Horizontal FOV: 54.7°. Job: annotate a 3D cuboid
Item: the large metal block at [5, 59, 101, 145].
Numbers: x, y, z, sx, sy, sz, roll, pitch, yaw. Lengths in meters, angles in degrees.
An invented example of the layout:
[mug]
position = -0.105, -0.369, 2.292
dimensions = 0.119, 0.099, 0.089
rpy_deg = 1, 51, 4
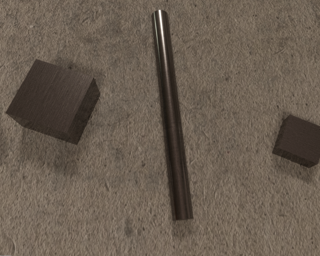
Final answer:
[large metal block]
position = -0.135, -0.033, 0.405
dimensions = 0.080, 0.050, 0.080
rpy_deg = 18, 71, 6

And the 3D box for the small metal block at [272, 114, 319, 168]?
[small metal block]
position = 0.182, 0.017, 0.404
dimensions = 0.050, 0.025, 0.050
rpy_deg = 23, 71, 8

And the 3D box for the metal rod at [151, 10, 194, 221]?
[metal rod]
position = 0.013, -0.031, 0.419
dimensions = 0.025, 0.025, 0.299
rpy_deg = -5, 70, -2
